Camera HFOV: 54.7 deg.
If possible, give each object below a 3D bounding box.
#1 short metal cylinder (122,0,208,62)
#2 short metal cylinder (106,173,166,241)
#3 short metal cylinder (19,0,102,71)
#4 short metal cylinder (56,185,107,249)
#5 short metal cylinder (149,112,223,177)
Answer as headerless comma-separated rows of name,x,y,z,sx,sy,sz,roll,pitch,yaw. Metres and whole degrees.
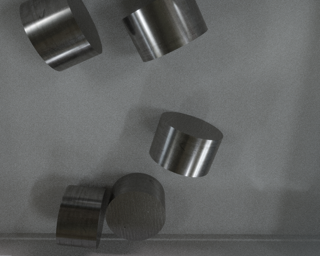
short metal cylinder,0.005,-0.114,0.340,0.080,0.080,0.050,-25,108,8
short metal cylinder,-0.033,0.111,0.438,0.081,0.050,0.079,0,110,-1
short metal cylinder,-0.105,-0.109,0.340,0.050,0.080,0.080,-22,109,7
short metal cylinder,-0.105,0.121,0.425,0.050,0.080,0.079,7,110,-3
short metal cylinder,0.032,0.019,0.389,0.080,0.080,0.050,16,109,-6
